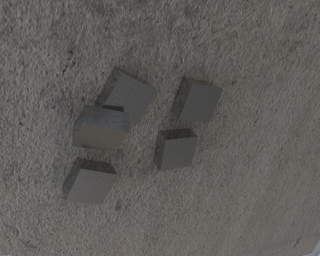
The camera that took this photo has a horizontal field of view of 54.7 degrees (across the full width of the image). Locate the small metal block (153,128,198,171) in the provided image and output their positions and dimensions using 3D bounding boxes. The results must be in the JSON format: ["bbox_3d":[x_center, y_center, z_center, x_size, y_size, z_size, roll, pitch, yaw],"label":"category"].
[{"bbox_3d":[0.021,0.030,0.437,0.050,0.025,0.050,-5,121,-26],"label":"small metal block"}]

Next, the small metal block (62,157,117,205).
[{"bbox_3d":[-0.091,0.069,0.400,0.050,0.025,0.050,16,110,-35],"label":"small metal block"}]

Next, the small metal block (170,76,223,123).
[{"bbox_3d":[0.048,-0.036,0.411,0.050,0.025,0.050,6,115,-31],"label":"small metal block"}]

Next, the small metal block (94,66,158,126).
[{"bbox_3d":[-0.040,-0.037,0.362,0.050,0.025,0.050,23,106,-37],"label":"small metal block"}]

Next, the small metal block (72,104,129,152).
[{"bbox_3d":[-0.068,0.002,0.351,0.050,0.025,0.050,11,146,-24],"label":"small metal block"}]
